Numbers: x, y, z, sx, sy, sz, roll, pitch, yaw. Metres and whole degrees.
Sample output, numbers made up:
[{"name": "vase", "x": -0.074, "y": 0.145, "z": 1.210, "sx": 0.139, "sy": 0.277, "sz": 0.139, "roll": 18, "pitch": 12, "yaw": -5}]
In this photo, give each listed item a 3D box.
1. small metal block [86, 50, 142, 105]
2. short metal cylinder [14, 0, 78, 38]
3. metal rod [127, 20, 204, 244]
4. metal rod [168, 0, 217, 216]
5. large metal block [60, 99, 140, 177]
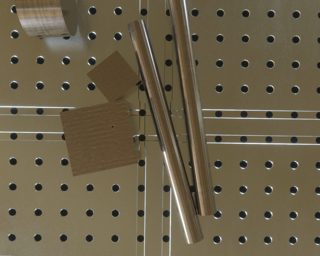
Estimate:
[{"name": "small metal block", "x": -0.060, "y": -0.066, "z": 0.413, "sx": 0.050, "sy": 0.025, "sz": 0.050, "roll": -39, "pitch": 90, "yaw": -1}, {"name": "short metal cylinder", "x": -0.138, "y": -0.154, "z": 0.384, "sx": 0.050, "sy": 0.080, "sz": 0.079, "roll": -4, "pitch": 90, "yaw": 0}, {"name": "metal rod", "x": 0.007, "y": 0.005, "z": 0.413, "sx": 0.025, "sy": 0.025, "sz": 0.298, "roll": -15, "pitch": 90, "yaw": 0}, {"name": "metal rod", "x": 0.042, "y": -0.034, "z": 0.413, "sx": 0.025, "sy": 0.025, "sz": 0.298, "roll": -8, "pitch": 90, "yaw": 0}, {"name": "large metal block", "x": -0.074, "y": 0.012, "z": 0.400, "sx": 0.080, "sy": 0.050, "sz": 0.080, "roll": -12, "pitch": 90, "yaw": -1}]
